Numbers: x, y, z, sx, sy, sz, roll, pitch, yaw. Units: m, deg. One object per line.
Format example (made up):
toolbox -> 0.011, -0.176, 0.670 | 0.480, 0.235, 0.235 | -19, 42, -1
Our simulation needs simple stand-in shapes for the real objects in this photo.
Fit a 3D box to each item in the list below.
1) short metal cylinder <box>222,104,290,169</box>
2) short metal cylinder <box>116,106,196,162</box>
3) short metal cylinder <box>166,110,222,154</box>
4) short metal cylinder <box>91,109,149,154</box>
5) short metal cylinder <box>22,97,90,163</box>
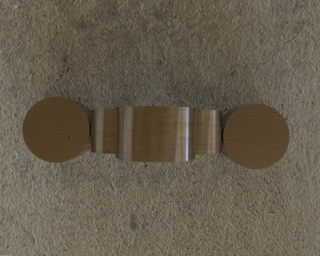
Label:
short metal cylinder -> 0.116, 0.010, 0.399 | 0.081, 0.050, 0.080 | 0, 91, -1
short metal cylinder -> -0.004, 0.005, 0.314 | 0.081, 0.080, 0.050 | 1, 91, 0
short metal cylinder -> 0.036, 0.005, 0.384 | 0.081, 0.080, 0.050 | 0, 89, 0
short metal cylinder -> -0.044, 0.004, 0.383 | 0.081, 0.080, 0.050 | 0, 90, 0
short metal cylinder -> -0.125, 0.002, 0.397 | 0.081, 0.050, 0.080 | 0, 90, -1
